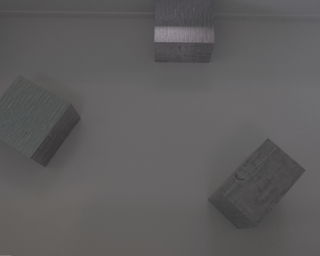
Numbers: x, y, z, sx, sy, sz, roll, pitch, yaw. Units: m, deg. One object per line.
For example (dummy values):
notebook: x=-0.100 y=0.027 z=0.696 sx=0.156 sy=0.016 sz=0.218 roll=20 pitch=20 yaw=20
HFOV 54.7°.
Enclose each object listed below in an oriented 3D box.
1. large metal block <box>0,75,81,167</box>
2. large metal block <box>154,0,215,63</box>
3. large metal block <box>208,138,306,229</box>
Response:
large metal block: x=-0.164 y=-0.008 z=0.398 sx=0.080 sy=0.050 sz=0.080 roll=28 pitch=72 yaw=10
large metal block: x=0.033 y=-0.143 z=0.449 sx=0.080 sy=0.050 sz=0.080 roll=1 pitch=70 yaw=0
large metal block: x=0.106 y=0.067 z=0.356 sx=0.080 sy=0.080 sz=0.050 roll=-43 pitch=76 yaw=-14
